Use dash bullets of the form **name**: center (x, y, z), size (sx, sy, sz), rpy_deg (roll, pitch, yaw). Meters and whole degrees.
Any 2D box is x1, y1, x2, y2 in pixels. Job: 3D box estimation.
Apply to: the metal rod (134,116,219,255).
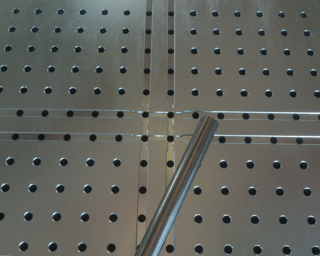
- **metal rod**: center (0.001, 0.117, 0.369), size (0.025, 0.025, 0.300), rpy_deg (25, 72, 9)
